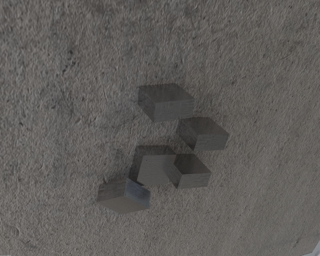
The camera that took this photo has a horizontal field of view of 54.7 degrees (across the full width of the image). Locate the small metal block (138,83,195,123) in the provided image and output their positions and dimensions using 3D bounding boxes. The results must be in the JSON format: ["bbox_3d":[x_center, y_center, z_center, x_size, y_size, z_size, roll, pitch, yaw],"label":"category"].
[{"bbox_3d":[0.006,-0.032,0.374,0.050,0.050,0.025,-8,122,-24],"label":"small metal block"}]

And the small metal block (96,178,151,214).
[{"bbox_3d":[-0.049,0.094,0.422,0.050,0.025,0.050,-20,138,31],"label":"small metal block"}]

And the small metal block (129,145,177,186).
[{"bbox_3d":[-0.011,0.052,0.433,0.050,0.025,0.050,1,118,-29],"label":"small metal block"}]

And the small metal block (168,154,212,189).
[{"bbox_3d":[0.038,0.062,0.449,0.050,0.050,0.025,2,118,-30],"label":"small metal block"}]

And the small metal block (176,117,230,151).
[{"bbox_3d":[0.058,0.007,0.427,0.050,0.050,0.025,0,119,-29],"label":"small metal block"}]
